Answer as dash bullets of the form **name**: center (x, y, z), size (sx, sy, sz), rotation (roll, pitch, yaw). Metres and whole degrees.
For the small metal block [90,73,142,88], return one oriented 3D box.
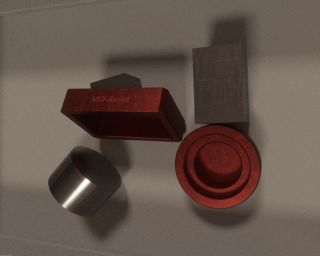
- **small metal block**: center (-0.057, -0.051, 0.416), size (0.050, 0.050, 0.025), rotation (-13, 86, 19)

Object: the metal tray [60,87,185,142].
- **metal tray**: center (-0.043, -0.015, 0.387), size (0.130, 0.090, 0.030), rotation (2, 67, 19)

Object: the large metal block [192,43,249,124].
- **large metal block**: center (0.073, -0.045, 0.355), size (0.050, 0.080, 0.079), rotation (-2, 89, 20)

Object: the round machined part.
- **round machined part**: center (0.071, 0.043, 0.374), size (0.098, 0.042, 0.097), rotation (1, 94, 20)

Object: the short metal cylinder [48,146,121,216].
- **short metal cylinder**: center (-0.099, 0.070, 0.415), size (0.080, 0.080, 0.050), rotation (45, 104, 14)
